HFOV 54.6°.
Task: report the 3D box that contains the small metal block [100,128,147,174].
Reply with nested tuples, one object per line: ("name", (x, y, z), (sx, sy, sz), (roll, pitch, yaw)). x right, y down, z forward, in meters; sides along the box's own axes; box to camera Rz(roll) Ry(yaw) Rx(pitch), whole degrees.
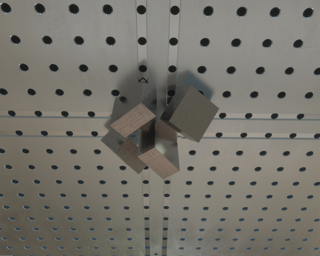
("small metal block", (-0.046, 0.030, 0.416), (0.025, 0.050, 0.050), (-48, 123, -10))

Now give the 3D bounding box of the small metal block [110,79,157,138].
("small metal block", (-0.031, -0.024, 0.374), (0.050, 0.050, 0.025), (-34, 123, 25))

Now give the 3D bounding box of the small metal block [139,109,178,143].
("small metal block", (-0.003, 0.002, 0.413), (0.050, 0.025, 0.050), (-1, 130, -1))

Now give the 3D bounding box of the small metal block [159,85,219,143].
("small metal block", (0.036, -0.018, 0.379), (0.050, 0.025, 0.050), (35, 82, -26))

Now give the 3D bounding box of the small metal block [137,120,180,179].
("small metal block", (-0.001, 0.027, 0.384), (0.025, 0.050, 0.050), (-30, 125, 22))
